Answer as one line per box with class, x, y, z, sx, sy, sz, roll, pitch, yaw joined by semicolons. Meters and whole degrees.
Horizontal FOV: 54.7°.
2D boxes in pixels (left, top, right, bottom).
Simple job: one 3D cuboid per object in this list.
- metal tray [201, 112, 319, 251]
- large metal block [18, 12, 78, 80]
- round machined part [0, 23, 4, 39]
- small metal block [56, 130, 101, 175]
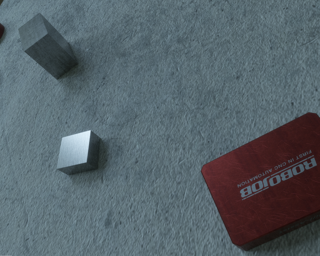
metal tray;0.117;0.052;0.307;0.130;0.030;0.090;-28;52;10
large metal block;-0.204;-0.149;0.567;0.050;0.080;0.080;-36;51;5
round machined part;-0.441;-0.235;0.768;0.098;0.042;0.098;-13;56;21
small metal block;-0.115;0.036;0.442;0.050;0.025;0.050;-14;56;20
